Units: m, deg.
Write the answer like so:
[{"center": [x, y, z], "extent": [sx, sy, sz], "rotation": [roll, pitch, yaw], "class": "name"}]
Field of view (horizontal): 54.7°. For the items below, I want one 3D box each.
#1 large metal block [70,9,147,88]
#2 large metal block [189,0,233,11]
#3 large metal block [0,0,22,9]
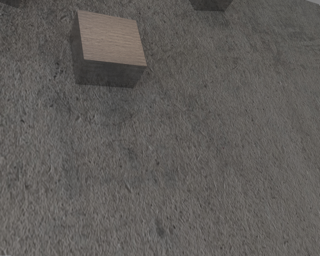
[{"center": [-0.071, -0.102, 0.412], "extent": [0.081, 0.050, 0.080], "rotation": [1, 62, -28], "class": "large metal block"}, {"center": [0.095, -0.279, 0.608], "extent": [0.081, 0.050, 0.080], "rotation": [-13, 68, -33], "class": "large metal block"}, {"center": [-0.209, -0.209, 0.383], "extent": [0.081, 0.080, 0.050], "rotation": [15, 56, -20], "class": "large metal block"}]
